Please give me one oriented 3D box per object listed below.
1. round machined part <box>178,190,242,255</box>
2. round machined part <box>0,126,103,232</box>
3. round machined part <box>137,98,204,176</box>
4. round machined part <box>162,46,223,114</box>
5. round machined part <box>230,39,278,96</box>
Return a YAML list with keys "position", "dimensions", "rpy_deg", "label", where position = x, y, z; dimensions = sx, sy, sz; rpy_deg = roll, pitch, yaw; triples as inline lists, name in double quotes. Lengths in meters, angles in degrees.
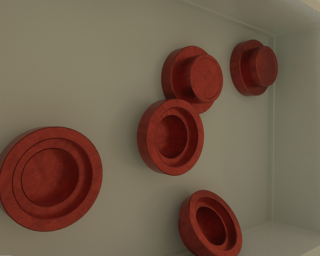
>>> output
- position: [0.064, 0.140, 0.432]
  dimensions: [0.098, 0.042, 0.098]
  rpy_deg: [28, 38, -24]
  label: "round machined part"
- position: [-0.110, 0.047, 0.305]
  dimensions: [0.099, 0.042, 0.097]
  rpy_deg: [0, 90, -40]
  label: "round machined part"
- position: [0.009, 0.011, 0.405]
  dimensions: [0.099, 0.042, 0.097]
  rpy_deg: [0, 90, -40]
  label: "round machined part"
- position: [0.053, -0.068, 0.442]
  dimensions: [0.099, 0.042, 0.097]
  rpy_deg: [0, 90, -40]
  label: "round machined part"
- position: [0.169, -0.106, 0.540]
  dimensions: [0.099, 0.042, 0.097]
  rpy_deg: [0, 90, -40]
  label: "round machined part"
